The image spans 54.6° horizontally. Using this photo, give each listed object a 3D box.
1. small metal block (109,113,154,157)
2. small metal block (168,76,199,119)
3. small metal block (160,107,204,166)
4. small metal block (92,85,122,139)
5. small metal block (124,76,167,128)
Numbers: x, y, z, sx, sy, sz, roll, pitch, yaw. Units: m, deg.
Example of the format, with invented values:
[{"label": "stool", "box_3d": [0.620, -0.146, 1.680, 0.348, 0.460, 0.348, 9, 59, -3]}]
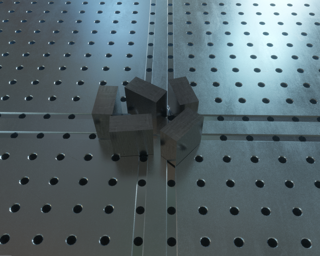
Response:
[{"label": "small metal block", "box_3d": [-0.034, 0.010, 0.383, 0.050, 0.050, 0.025, -4, 50, -3]}, {"label": "small metal block", "box_3d": [0.030, -0.033, 0.419, 0.025, 0.050, 0.050, -12, 50, -10]}, {"label": "small metal block", "box_3d": [0.027, 0.011, 0.382, 0.025, 0.050, 0.050, 34, 58, 26]}, {"label": "small metal block", "box_3d": [-0.068, -0.020, 0.408, 0.025, 0.050, 0.050, 3, 51, 3]}, {"label": "small metal block", "box_3d": [-0.018, -0.035, 0.421, 0.050, 0.050, 0.025, 27, 56, 20]}]
